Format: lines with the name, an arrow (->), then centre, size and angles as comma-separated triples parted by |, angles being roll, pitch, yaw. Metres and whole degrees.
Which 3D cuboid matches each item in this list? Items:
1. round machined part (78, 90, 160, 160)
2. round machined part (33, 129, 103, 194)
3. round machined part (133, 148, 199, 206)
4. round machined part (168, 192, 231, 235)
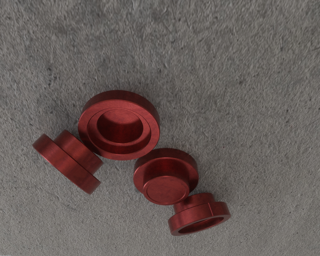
round machined part -> -0.049, -0.008, 0.389 | 0.099, 0.042, 0.097 | 0, 130, 0
round machined part -> -0.113, 0.039, 0.405 | 0.042, 0.098, 0.098 | -49, 125, -14
round machined part -> 0.009, 0.079, 0.463 | 0.099, 0.042, 0.097 | 0, 130, 0
round machined part -> 0.059, 0.136, 0.497 | 0.099, 0.042, 0.098 | -13, 151, -7
